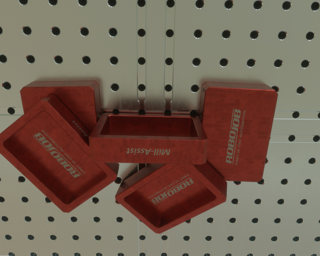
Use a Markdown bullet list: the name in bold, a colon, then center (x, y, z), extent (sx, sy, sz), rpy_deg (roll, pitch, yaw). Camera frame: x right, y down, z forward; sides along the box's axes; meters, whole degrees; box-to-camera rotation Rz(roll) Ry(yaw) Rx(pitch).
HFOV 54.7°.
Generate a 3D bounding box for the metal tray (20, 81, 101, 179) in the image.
- **metal tray**: center (-0.124, 0.005, 0.411), extent (0.091, 0.030, 0.129), rpy_deg (-1, 111, 0)

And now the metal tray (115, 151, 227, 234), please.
- **metal tray**: center (0.014, 0.087, 0.423), extent (0.130, 0.030, 0.090), rpy_deg (-37, 108, 30)

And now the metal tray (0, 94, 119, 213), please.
- **metal tray**: center (-0.126, 0.035, 0.388), extent (0.090, 0.030, 0.130), rpy_deg (-36, 107, 11)

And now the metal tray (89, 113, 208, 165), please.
- **metal tray**: center (-0.013, 0.010, 0.381), extent (0.131, 0.090, 0.030), rpy_deg (1, 110, -1)

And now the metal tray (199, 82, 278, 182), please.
- **metal tray**: center (0.097, 0.007, 0.414), extent (0.091, 0.030, 0.129), rpy_deg (3, 110, -2)
